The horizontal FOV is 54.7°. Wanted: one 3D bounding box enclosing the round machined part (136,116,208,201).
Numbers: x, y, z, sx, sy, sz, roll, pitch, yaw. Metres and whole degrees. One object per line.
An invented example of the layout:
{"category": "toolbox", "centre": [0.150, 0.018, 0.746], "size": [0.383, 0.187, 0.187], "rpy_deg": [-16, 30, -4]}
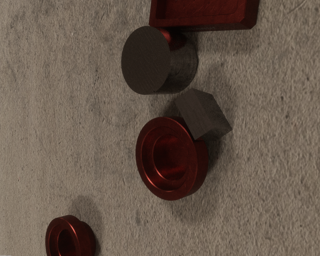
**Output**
{"category": "round machined part", "centre": [0.018, 0.034, 0.372], "size": [0.098, 0.042, 0.097], "rpy_deg": [6, 98, 44]}

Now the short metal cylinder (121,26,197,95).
{"category": "short metal cylinder", "centre": [-0.002, -0.081, 0.384], "size": [0.080, 0.050, 0.079], "rpy_deg": [6, 100, 40]}

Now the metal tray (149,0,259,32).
{"category": "metal tray", "centre": [0.049, -0.161, 0.359], "size": [0.130, 0.030, 0.089], "rpy_deg": [11, 97, 39]}

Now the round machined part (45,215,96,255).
{"category": "round machined part", "centre": [-0.143, 0.192, 0.509], "size": [0.098, 0.042, 0.097], "rpy_deg": [0, 90, 39]}

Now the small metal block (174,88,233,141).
{"category": "small metal block", "centre": [0.049, -0.014, 0.345], "size": [0.025, 0.050, 0.050], "rpy_deg": [-37, 68, 27]}
